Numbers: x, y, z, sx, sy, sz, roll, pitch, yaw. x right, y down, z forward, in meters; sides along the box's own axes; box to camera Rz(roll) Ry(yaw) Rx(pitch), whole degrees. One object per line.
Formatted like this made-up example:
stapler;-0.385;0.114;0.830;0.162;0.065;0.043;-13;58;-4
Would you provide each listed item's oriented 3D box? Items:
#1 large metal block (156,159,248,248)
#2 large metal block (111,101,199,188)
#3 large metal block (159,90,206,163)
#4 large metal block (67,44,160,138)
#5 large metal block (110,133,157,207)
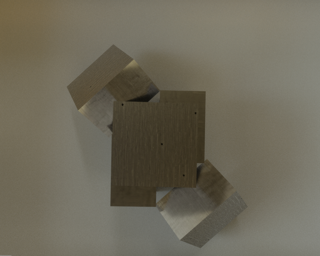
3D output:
large metal block;0.053;0.094;0.375;0.080;0.080;0.050;-41;55;0
large metal block;-0.005;0.015;0.317;0.081;0.050;0.080;2;90;0
large metal block;0.024;-0.001;0.381;0.050;0.080;0.080;1;90;0
large metal block;-0.059;-0.048;0.374;0.080;0.080;0.050;-43;125;0
large metal block;-0.029;0.047;0.382;0.050;0.080;0.080;1;90;0
